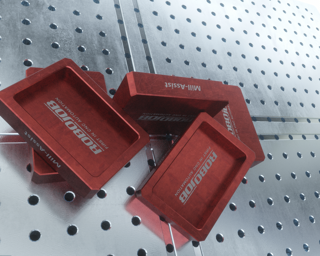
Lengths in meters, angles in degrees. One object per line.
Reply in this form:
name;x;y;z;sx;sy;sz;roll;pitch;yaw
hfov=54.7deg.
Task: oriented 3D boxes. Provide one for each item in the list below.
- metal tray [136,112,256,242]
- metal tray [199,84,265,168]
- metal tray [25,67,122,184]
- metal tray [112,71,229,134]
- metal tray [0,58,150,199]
metal tray;0.046;0.056;0.373;0.090;0.030;0.130;40;68;-2
metal tray;0.094;-0.006;0.460;0.091;0.030;0.130;3;61;-27
metal tray;-0.102;-0.006;0.355;0.091;0.030;0.130;-1;63;-29
metal tray;0.008;-0.026;0.387;0.131;0.090;0.030;1;61;-28
metal tray;-0.086;-0.004;0.321;0.130;0.030;0.090;44;50;2
